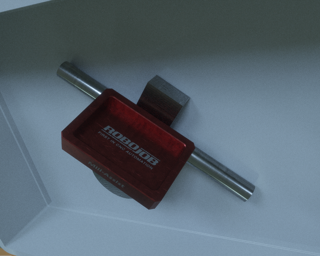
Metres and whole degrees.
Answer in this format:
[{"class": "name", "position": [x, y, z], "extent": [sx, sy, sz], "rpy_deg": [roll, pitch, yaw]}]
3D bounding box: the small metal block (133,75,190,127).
[{"class": "small metal block", "position": [0.001, -0.029, 0.387], "extent": [0.050, 0.025, 0.050], "rpy_deg": [35, 129, 4]}]

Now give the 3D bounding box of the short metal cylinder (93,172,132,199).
[{"class": "short metal cylinder", "position": [-0.050, 0.054, 0.441], "extent": [0.080, 0.050, 0.079], "rpy_deg": [19, 134, 21]}]

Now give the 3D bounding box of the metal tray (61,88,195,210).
[{"class": "metal tray", "position": [-0.036, 0.021, 0.362], "extent": [0.130, 0.090, 0.030], "rpy_deg": [34, 146, 5]}]

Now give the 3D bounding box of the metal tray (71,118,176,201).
[{"class": "metal tray", "position": [-0.038, 0.034, 0.405], "extent": [0.130, 0.090, 0.030], "rpy_deg": [34, 129, 5]}]

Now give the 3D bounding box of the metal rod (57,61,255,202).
[{"class": "metal rod", "position": [-0.009, 0.002, 0.413], "extent": [0.301, 0.025, 0.025], "rpy_deg": [34, 129, 5]}]
